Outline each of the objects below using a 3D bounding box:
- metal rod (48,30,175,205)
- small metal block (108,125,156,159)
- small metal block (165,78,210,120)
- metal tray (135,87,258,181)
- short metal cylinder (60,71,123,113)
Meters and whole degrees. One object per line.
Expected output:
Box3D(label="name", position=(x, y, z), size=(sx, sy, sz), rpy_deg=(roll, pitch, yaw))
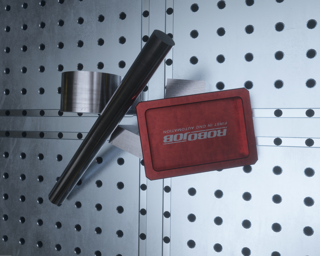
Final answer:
Box3D(label="metal rod", position=(-0.076, 0.007, 0.388), size=(0.025, 0.025, 0.298), rpy_deg=(48, 123, 13))
Box3D(label="small metal block", position=(-0.031, 0.017, 0.409), size=(0.050, 0.050, 0.025), rpy_deg=(24, 98, 18))
Box3D(label="small metal block", position=(0.034, -0.036, 0.400), size=(0.050, 0.025, 0.050), rpy_deg=(7, 92, 19))
Box3D(label="metal tray", position=(0.042, 0.006, 0.365), size=(0.131, 0.030, 0.089), rpy_deg=(-8, 92, -4))
Box3D(label="short metal cylinder", position=(-0.090, -0.045, 0.414), size=(0.080, 0.080, 0.050), rpy_deg=(3, 91, 19))
